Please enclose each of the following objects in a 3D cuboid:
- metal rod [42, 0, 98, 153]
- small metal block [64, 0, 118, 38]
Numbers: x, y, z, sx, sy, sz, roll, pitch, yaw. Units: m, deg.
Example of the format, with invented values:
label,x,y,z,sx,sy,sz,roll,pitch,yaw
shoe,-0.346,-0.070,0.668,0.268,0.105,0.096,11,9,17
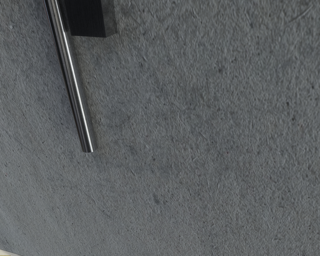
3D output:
label,x,y,z,sx,sy,sz,roll,pitch,yaw
metal rod,-0.123,-0.098,0.409,0.025,0.025,0.298,8,122,24
small metal block,-0.081,-0.136,0.364,0.050,0.025,0.050,10,123,22
